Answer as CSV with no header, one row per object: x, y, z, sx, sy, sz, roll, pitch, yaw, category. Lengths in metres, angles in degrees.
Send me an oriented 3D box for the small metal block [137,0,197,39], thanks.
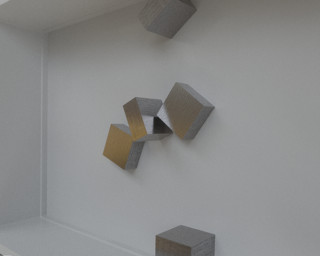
0.009,-0.142,0.383,0.050,0.050,0.025,-42,65,32,small metal block

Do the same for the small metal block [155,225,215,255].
0.030,0.139,0.366,0.050,0.050,0.025,2,92,40,small metal block

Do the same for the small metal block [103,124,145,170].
-0.052,0.026,0.450,0.050,0.025,0.050,28,107,36,small metal block

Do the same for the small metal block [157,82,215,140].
0.031,-0.021,0.382,0.050,0.025,0.050,45,117,30,small metal block

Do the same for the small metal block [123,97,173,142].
-0.015,-0.011,0.403,0.025,0.050,0.050,-30,72,36,small metal block
